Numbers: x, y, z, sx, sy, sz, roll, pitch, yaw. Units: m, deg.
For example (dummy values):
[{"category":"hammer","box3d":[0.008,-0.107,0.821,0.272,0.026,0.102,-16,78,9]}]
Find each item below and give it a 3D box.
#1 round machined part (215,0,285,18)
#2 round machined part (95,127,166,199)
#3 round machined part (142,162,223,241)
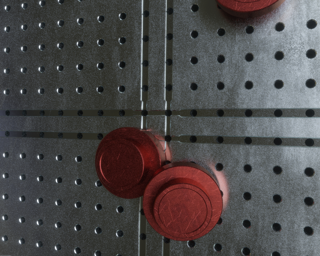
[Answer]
[{"category":"round machined part","box3d":[0.109,-0.178,0.365,0.098,0.042,0.097,0,90,19]},{"category":"round machined part","box3d":[-0.045,0.047,0.419,0.098,0.042,0.097,0,90,19]},{"category":"round machined part","box3d":[0.027,0.093,0.379,0.099,0.042,0.097,0,98,3]}]
